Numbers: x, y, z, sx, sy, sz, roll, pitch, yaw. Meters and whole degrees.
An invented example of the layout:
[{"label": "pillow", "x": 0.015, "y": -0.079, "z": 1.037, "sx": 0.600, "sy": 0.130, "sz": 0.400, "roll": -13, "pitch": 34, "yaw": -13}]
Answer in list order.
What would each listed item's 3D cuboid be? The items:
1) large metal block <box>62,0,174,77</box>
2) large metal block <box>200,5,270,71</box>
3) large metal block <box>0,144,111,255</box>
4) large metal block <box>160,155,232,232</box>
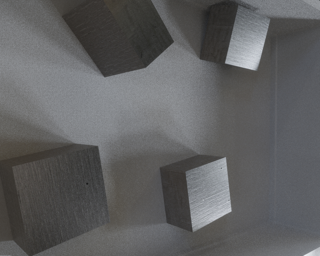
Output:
[{"label": "large metal block", "x": -0.045, "y": -0.106, "z": 0.332, "sx": 0.050, "sy": 0.080, "sz": 0.080, "roll": -49, "pitch": 119, "yaw": -29}, {"label": "large metal block", "x": 0.115, "y": -0.136, "z": 0.473, "sx": 0.081, "sy": 0.050, "sz": 0.079, "roll": 1, "pitch": 105, "yaw": -40}, {"label": "large metal block", "x": -0.102, "y": 0.064, "z": 0.305, "sx": 0.081, "sy": 0.050, "sz": 0.079, "roll": -13, "pitch": 99, "yaw": -39}, {"label": "large metal block", "x": 0.051, "y": 0.087, "z": 0.433, "sx": 0.081, "sy": 0.050, "sz": 0.079, "roll": -12, "pitch": 98, "yaw": -39}]
